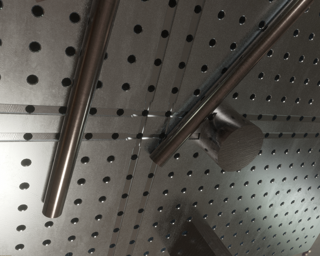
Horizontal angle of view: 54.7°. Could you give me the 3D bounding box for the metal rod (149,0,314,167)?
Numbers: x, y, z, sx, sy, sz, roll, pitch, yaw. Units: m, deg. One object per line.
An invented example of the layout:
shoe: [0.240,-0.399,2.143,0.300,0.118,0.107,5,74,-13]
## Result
metal rod: [0.094,-0.064,0.425,0.300,0.025,0.025,-48,129,5]

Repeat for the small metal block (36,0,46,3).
small metal block: [-0.095,-0.144,0.271,0.050,0.025,0.050,-24,128,-14]

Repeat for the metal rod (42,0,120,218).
metal rod: [-0.092,-0.022,0.348,0.025,0.025,0.298,7,115,-32]

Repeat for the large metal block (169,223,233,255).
large metal block: [0.075,0.235,0.565,0.050,0.080,0.080,24,106,-37]

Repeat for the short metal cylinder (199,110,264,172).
short metal cylinder: [0.107,0.019,0.468,0.081,0.050,0.079,-14,125,-21]
